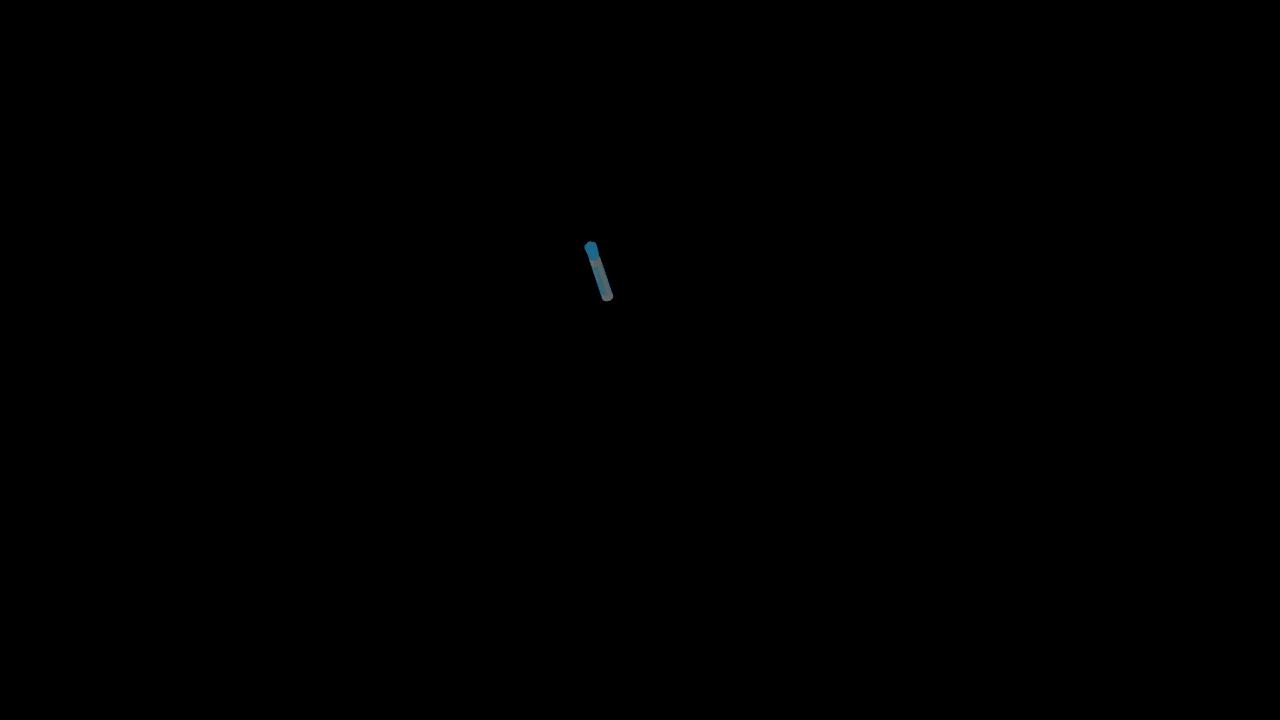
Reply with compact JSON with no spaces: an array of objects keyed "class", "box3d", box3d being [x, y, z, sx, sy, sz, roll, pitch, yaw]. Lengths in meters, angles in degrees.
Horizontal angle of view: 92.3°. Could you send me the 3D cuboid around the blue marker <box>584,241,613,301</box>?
[{"class":"blue marker","box3d":[-0.063,-0.136,0.947,0.020,0.020,0.121,0,-35,12]}]
